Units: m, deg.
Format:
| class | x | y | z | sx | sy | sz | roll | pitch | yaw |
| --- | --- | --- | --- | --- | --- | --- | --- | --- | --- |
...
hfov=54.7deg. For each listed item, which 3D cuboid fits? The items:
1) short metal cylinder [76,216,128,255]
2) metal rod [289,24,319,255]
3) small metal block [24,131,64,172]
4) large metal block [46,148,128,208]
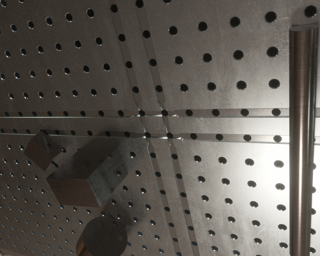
| class | x | y | z | sx | sy | sz | roll | pitch | yaw |
| --- | --- | --- | --- | --- | --- | --- | --- | --- | --- |
| short metal cylinder | -0.105 | 0.208 | 0.557 | 0.080 | 0.080 | 0.050 | 35 | 129 | 5 |
| metal rod | 0.160 | 0.039 | 0.350 | 0.025 | 0.025 | 0.298 | 2 | 120 | 27 |
| small metal block | -0.204 | 0.041 | 0.541 | 0.050 | 0.025 | 0.050 | 42 | 129 | -1 |
| large metal block | -0.110 | 0.074 | 0.477 | 0.080 | 0.080 | 0.050 | -5 | 116 | 30 |
